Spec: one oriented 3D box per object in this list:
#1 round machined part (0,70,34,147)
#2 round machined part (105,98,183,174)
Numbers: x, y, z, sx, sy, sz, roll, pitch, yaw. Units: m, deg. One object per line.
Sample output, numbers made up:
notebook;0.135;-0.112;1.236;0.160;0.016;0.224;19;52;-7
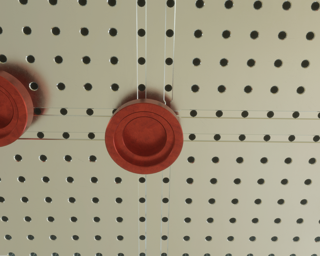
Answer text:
round machined part;-0.209;-0.028;0.391;0.099;0.042;0.097;0;110;-1
round machined part;-0.020;0.008;0.407;0.099;0.042;0.097;0;110;-1
